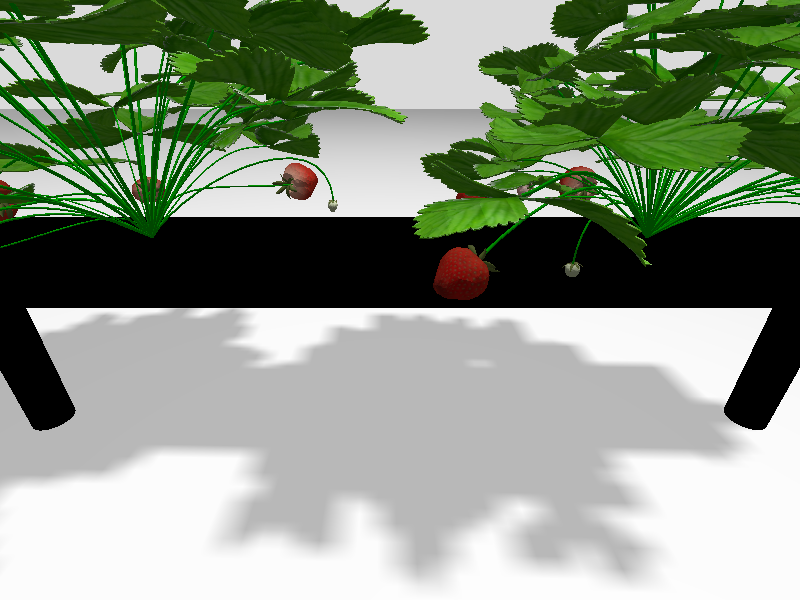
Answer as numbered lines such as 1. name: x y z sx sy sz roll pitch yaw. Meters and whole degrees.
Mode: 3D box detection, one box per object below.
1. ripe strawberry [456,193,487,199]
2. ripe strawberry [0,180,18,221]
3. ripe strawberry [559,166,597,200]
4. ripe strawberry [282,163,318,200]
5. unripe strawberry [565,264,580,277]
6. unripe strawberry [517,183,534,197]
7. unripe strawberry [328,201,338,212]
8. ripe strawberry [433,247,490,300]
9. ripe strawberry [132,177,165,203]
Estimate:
1. ripe strawberry: 0.077 -0.109 0.431 0.034 0.029 0.034 14 30 26
2. ripe strawberry: -0.411 -0.101 0.403 0.041 0.043 0.038 7 28 15
3. ripe strawberry: 0.208 -0.136 0.475 0.042 0.045 0.045 -3 27 -6
4. ripe strawberry: -0.120 -0.147 0.495 0.042 0.044 0.046 17 31 29
5. unripe strawberry: 0.121 -0.021 0.282 0.010 0.010 0.011 -22 34 -36
6. unripe strawberry: 0.155 -0.138 0.496 0.020 0.022 0.021 -12 12 -22
7. unripe strawberry: -0.068 -0.095 0.407 0.010 0.011 0.011 -9 29 -17
8. ripe strawberry: 0.036 -0.015 0.249 0.035 0.030 0.035 -34 39 -17
9. ripe strawberry: -0.297 -0.131 0.474 0.035 0.030 0.035 -14 30 -25
